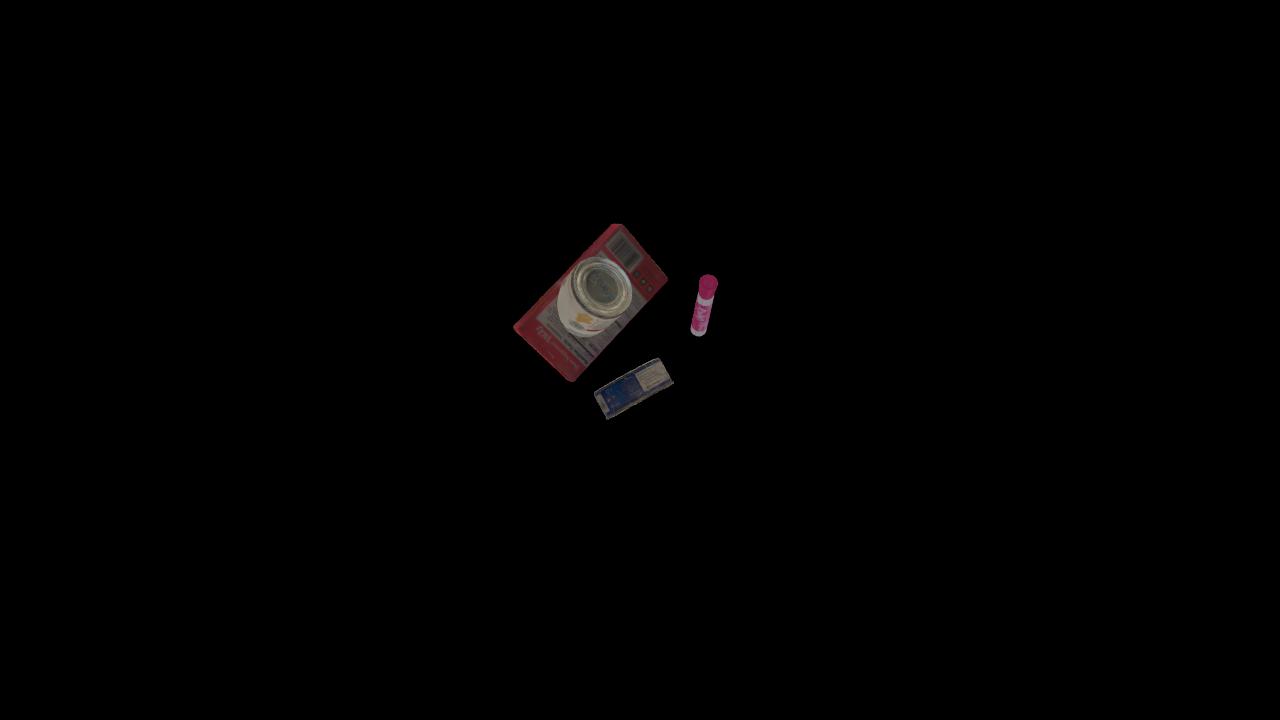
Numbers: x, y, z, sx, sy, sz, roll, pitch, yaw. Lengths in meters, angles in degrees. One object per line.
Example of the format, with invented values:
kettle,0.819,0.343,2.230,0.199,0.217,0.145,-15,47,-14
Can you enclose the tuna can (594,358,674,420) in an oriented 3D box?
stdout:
tuna can,-0.008,0.031,0.668,0.084,0.034,0.084,-29,-3,-2

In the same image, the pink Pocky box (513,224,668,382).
pink Pocky box,-0.050,-0.060,0.645,0.084,0.155,0.029,46,-8,-27

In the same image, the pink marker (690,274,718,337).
pink marker,0.067,-0.057,0.656,0.020,0.020,0.121,0,-21,0

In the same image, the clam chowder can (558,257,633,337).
clam chowder can,-0.059,-0.056,0.639,0.068,0.068,0.102,0,-18,-30
